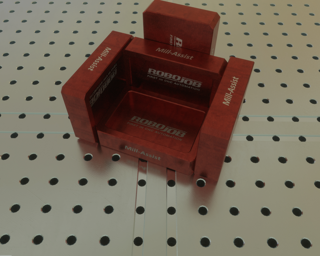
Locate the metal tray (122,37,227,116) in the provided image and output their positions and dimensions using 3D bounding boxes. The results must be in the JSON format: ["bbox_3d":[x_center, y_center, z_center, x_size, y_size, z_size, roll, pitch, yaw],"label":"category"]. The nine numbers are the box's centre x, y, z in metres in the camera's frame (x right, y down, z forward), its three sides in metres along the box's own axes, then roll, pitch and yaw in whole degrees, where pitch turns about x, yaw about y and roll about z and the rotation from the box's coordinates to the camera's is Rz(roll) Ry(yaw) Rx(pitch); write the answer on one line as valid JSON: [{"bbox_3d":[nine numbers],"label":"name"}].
[{"bbox_3d":[0.018,-0.064,0.419,0.130,0.090,0.030,17,53,13],"label":"metal tray"}]

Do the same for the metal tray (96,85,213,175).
[{"bbox_3d":[-0.005,-0.002,0.405,0.130,0.030,0.090,17,52,14],"label":"metal tray"}]

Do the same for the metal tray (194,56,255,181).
[{"bbox_3d":[0.078,-0.013,0.376,0.030,0.090,0.130,17,52,14],"label":"metal tray"}]

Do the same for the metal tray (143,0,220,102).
[{"bbox_3d":[0.026,-0.100,0.423,0.090,0.129,0.030,18,53,14],"label":"metal tray"}]

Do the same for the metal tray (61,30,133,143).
[{"bbox_3d":[-0.073,-0.056,0.412,0.030,0.090,0.130,17,52,14],"label":"metal tray"}]
